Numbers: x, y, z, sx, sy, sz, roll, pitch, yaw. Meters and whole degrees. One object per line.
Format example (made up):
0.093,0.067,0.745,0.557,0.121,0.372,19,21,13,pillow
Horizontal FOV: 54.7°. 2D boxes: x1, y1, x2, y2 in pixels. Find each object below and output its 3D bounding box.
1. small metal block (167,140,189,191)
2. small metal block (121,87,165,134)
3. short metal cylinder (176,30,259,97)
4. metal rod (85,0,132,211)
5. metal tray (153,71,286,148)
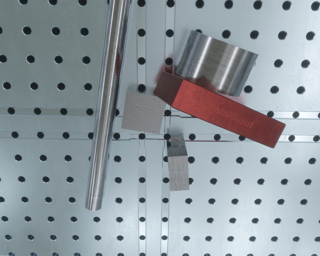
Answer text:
0.024,0.050,0.419,0.025,0.050,0.050,-4,110,1,small metal block
-0.021,-0.023,0.405,0.050,0.025,0.050,9,110,-4,small metal block
0.065,-0.075,0.357,0.080,0.080,0.050,18,109,-7,short metal cylinder
-0.070,-0.024,0.403,0.025,0.025,0.298,10,110,-4,metal rod
0.065,-0.023,0.357,0.131,0.090,0.030,21,99,-19,metal tray
